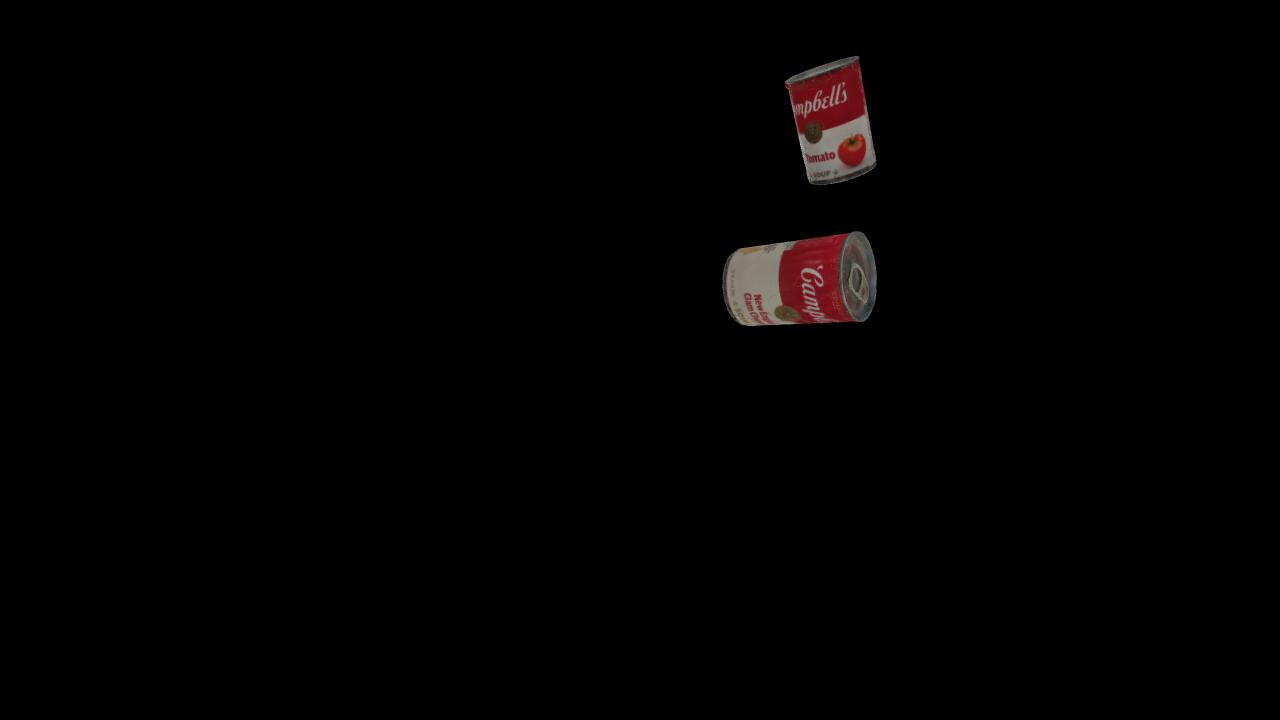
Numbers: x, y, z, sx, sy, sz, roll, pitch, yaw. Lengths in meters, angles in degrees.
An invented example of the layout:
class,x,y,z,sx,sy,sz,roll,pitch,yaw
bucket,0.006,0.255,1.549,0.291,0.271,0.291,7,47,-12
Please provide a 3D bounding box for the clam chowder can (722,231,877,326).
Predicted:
class,x,y,z,sx,sy,sz,roll,pitch,yaw
clam chowder can,0.125,-0.062,0.489,0.102,0.068,0.068,0,0,41

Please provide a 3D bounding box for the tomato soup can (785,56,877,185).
class,x,y,z,sx,sy,sz,roll,pitch,yaw
tomato soup can,0.185,-0.228,0.592,0.068,0.101,0.068,-17,25,8
